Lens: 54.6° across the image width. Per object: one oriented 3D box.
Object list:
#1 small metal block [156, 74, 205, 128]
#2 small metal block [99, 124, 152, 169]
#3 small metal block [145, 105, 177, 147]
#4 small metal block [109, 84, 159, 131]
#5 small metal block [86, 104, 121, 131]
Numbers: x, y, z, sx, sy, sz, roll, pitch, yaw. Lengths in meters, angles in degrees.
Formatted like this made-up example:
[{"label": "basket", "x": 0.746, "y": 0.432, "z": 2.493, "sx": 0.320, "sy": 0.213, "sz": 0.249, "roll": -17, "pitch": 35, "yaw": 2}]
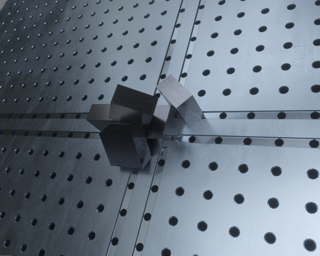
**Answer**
[{"label": "small metal block", "x": 0.027, "y": -0.034, "z": 0.400, "sx": 0.025, "sy": 0.050, "sz": 0.050, "roll": -40, "pitch": 51, "yaw": 1}, {"label": "small metal block", "x": -0.044, "y": 0.023, "z": 0.399, "sx": 0.050, "sy": 0.050, "sz": 0.025, "roll": 1, "pitch": 31, "yaw": 29}, {"label": "small metal block", "x": -0.009, "y": -0.003, "z": 0.416, "sx": 0.050, "sy": 0.025, "sz": 0.050, "roll": 2, "pitch": 63, "yaw": 28}, {"label": "small metal block", "x": -0.033, "y": -0.024, "z": 0.380, "sx": 0.050, "sy": 0.050, "sz": 0.025, "roll": 18, "pitch": 67, "yaw": -4}, {"label": "small metal block", "x": -0.065, "y": -0.010, "z": 0.433, "sx": 0.050, "sy": 0.050, "sz": 0.025, "roll": 1, "pitch": 63, "yaw": 30}]
